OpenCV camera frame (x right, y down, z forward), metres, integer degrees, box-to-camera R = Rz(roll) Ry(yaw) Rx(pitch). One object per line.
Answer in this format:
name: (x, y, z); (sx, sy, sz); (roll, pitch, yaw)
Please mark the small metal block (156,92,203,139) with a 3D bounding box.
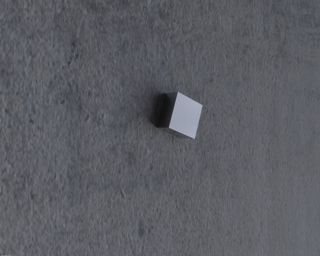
small metal block: (0.028, -0.016, 0.427); (0.050, 0.025, 0.050); (23, 75, -38)
